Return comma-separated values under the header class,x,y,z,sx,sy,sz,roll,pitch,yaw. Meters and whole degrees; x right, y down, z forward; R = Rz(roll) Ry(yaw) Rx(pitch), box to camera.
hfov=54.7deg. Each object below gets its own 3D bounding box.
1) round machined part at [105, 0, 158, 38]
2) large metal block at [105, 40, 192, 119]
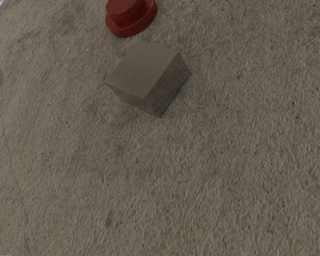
class,x,y,z,sx,sy,sz,roll,pitch,yaw
round machined part,-0.057,-0.213,0.554,0.098,0.042,0.098,-13,56,21
large metal block,-0.016,-0.071,0.440,0.080,0.050,0.080,26,76,37
